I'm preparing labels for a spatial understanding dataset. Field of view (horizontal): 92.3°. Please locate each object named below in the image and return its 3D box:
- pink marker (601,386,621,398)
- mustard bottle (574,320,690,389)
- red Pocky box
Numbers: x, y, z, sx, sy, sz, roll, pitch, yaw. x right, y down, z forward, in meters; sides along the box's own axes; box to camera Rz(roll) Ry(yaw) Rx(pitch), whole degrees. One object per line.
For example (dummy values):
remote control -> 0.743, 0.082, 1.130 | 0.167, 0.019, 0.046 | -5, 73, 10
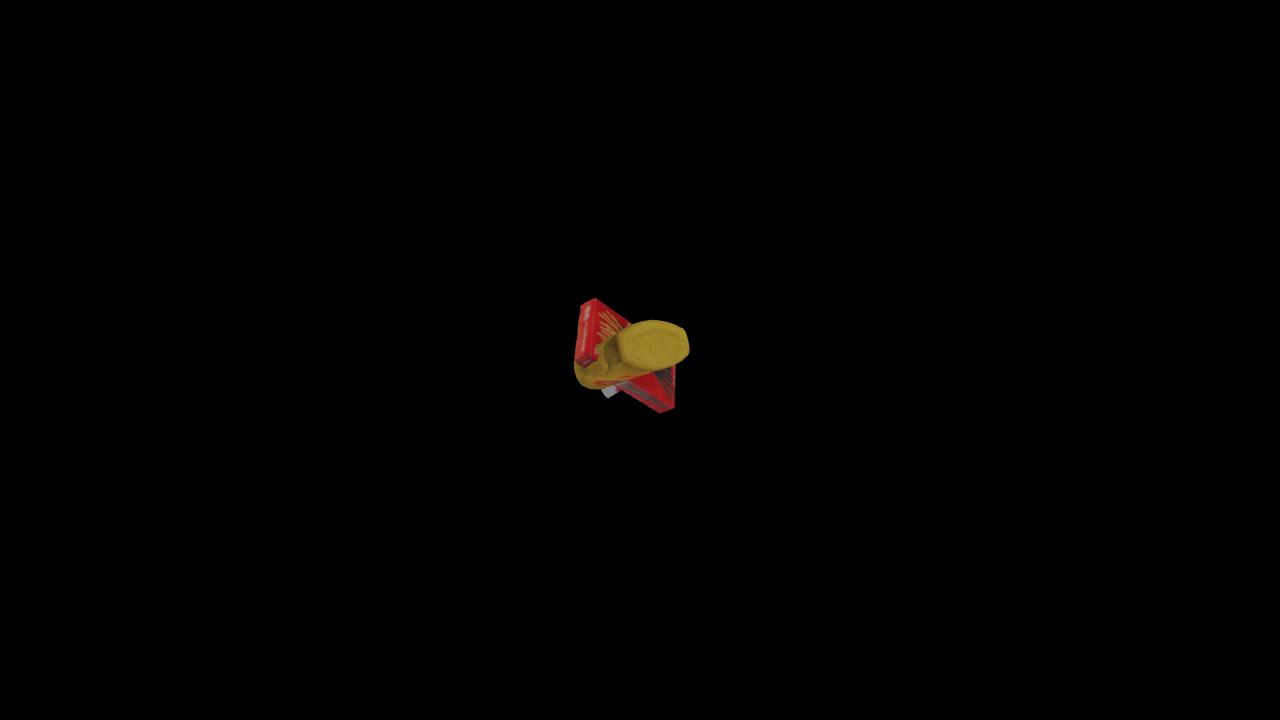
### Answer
pink marker -> 0.006, 0.008, 0.747 | 0.121, 0.020, 0.020 | -32, -6, 11
mustard bottle -> -0.028, 0.002, 0.715 | 0.092, 0.054, 0.184 | -13, -5, -32
red Pocky box -> -0.013, -0.002, 0.742 | 0.028, 0.083, 0.155 | -22, -40, 35
